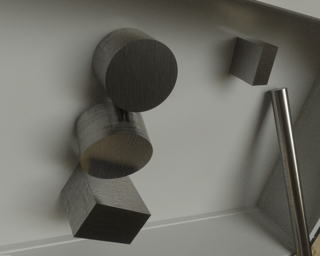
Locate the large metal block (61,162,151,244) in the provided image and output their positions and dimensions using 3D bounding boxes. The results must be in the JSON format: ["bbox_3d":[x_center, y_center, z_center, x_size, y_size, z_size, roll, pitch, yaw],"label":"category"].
[{"bbox_3d":[-0.071,0.096,0.395,0.080,0.080,0.050,25,105,-37],"label":"large metal block"}]

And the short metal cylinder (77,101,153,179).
[{"bbox_3d":[-0.053,0.015,0.360,0.081,0.050,0.080,-12,139,-10],"label":"short metal cylinder"}]

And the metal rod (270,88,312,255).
[{"bbox_3d":[0.215,0.083,0.503,0.025,0.025,0.298,-17,101,-19],"label":"metal rod"}]

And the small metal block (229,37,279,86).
[{"bbox_3d":[0.121,-0.088,0.406,0.025,0.050,0.050,-7,122,-25],"label":"small metal block"}]

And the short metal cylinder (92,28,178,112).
[{"bbox_3d":[-0.028,-0.064,0.339,0.081,0.050,0.079,-14,124,-21],"label":"short metal cylinder"}]
